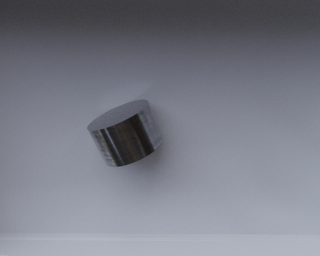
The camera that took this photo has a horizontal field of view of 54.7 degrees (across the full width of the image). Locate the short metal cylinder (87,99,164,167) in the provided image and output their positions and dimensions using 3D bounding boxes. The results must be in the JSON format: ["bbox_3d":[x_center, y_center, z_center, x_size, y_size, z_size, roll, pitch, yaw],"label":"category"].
[{"bbox_3d":[-0.042,0.005,0.383,0.080,0.080,0.050,-21,109,7],"label":"short metal cylinder"}]
